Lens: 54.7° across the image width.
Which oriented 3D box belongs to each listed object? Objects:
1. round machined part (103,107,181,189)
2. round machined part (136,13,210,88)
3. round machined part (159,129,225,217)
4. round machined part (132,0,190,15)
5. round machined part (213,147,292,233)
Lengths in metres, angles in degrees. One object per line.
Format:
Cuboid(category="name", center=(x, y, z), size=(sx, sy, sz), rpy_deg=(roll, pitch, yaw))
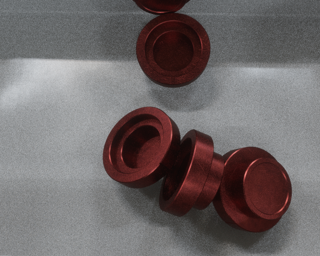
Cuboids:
Cuboid(category="round machined part", center=(-0.018, 0.026, 0.375), size=(0.098, 0.042, 0.098), rpy_deg=(-18, 54, 26))
Cuboid(category="round machined part", center=(0.018, -0.104, 0.429), size=(0.099, 0.042, 0.097), rpy_deg=(0, 86, 3))
Cuboid(category="round machined part", center=(0.038, 0.054, 0.353), size=(0.042, 0.098, 0.098), rpy_deg=(23, 71, -8))
Cuboid(category="round machined part", center=(0.001, -0.183, 0.394), size=(0.099, 0.098, 0.042), rpy_deg=(1, 71, 0))
Cuboid(category="round machined part", center=(0.111, 0.070, 0.357), size=(0.099, 0.042, 0.098), rpy_deg=(5, 77, -23))
